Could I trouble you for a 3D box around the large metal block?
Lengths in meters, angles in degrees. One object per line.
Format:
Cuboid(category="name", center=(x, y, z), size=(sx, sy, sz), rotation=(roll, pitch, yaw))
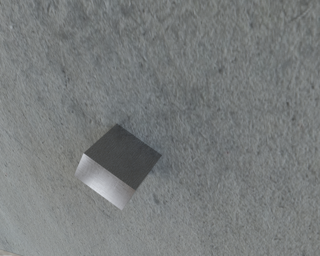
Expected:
Cuboid(category="large metal block", center=(-0.057, 0.052, 0.431), size=(0.080, 0.080, 0.050), rotation=(35, 129, 4))
